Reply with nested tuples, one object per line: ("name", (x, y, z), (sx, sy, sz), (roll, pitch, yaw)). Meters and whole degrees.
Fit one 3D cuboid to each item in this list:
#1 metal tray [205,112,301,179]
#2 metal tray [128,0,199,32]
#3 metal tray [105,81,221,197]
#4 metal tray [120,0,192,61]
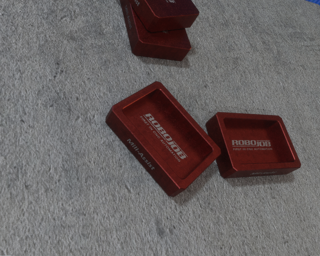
("metal tray", (0.139, 0.024, 0.459), (0.131, 0.030, 0.090), (2, 61, -28))
("metal tray", (-0.008, -0.214, 0.487), (0.091, 0.030, 0.130), (-20, 72, -36))
("metal tray", (0.006, 0.010, 0.396), (0.130, 0.030, 0.091), (49, 51, 6))
("metal tray", (-0.009, -0.172, 0.500), (0.091, 0.030, 0.130), (0, 62, -28))
